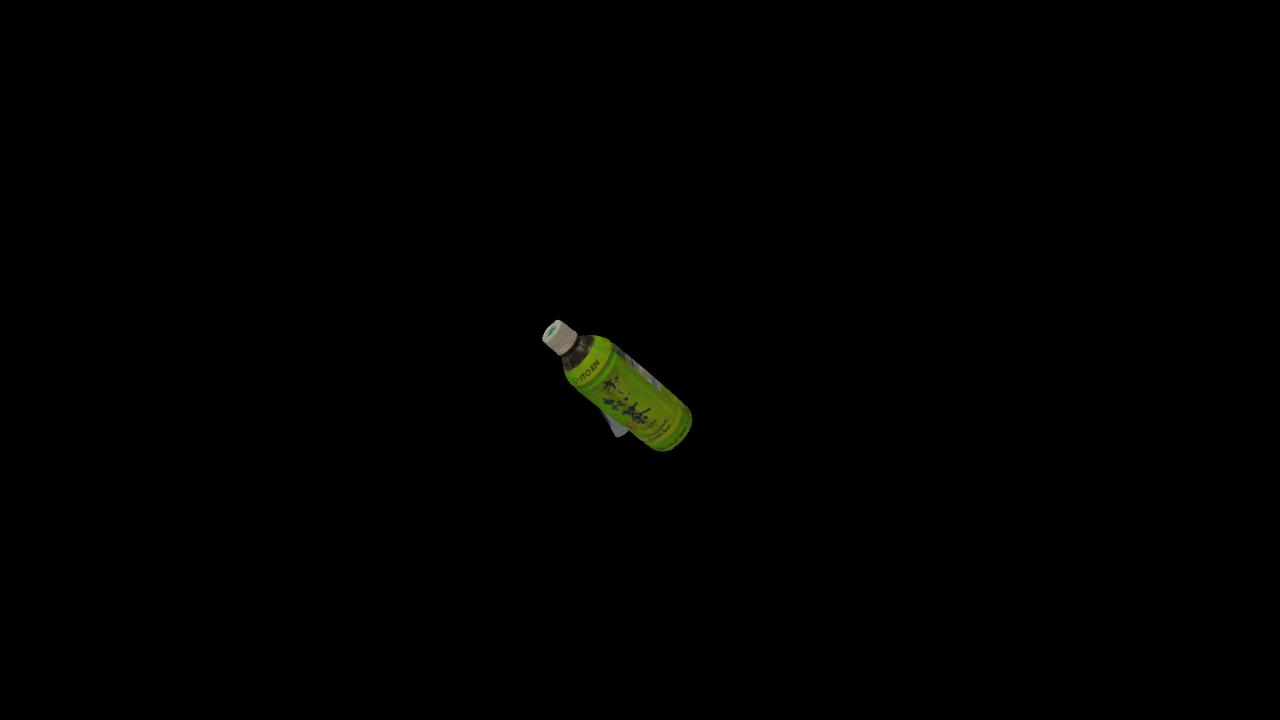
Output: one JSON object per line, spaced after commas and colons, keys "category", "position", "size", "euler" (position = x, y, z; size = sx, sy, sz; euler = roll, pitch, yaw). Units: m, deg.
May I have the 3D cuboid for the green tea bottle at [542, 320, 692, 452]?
{"category": "green tea bottle", "position": [-0.027, 0.027, 0.721], "size": [0.212, 0.073, 0.073], "euler": [42, -23, -28]}

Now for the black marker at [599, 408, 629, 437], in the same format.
{"category": "black marker", "position": [-0.051, 0.040, 0.758], "size": [0.020, 0.121, 0.020], "euler": [-28, -20, -11]}
